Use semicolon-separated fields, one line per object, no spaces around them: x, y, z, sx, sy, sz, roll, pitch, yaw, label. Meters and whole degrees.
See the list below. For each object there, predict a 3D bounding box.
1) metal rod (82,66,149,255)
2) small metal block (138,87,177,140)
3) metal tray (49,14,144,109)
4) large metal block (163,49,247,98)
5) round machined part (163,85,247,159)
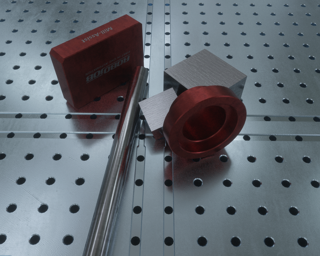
-0.048;0.028;0.383;0.025;0.025;0.300;6;50;4;metal rod
0.006;-0.019;0.413;0.050;0.025;0.050;-24;59;-2;small metal block
-0.083;-0.095;0.444;0.131;0.089;0.030;-35;59;-26;metal tray
0.062;-0.059;0.442;0.081;0.050;0.080;-33;58;-25;large metal block
0.049;-0.012;0.371;0.099;0.097;0.042;-15;47;-13;round machined part
